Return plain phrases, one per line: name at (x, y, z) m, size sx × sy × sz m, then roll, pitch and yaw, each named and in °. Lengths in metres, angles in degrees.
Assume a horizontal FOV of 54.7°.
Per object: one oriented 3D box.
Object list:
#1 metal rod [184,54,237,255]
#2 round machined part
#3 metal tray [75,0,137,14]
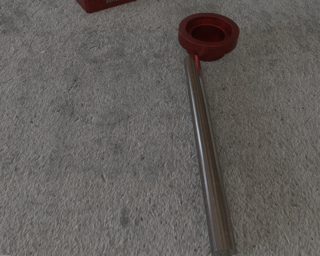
metal rod at (0.056, 0.007, 0.397) m, size 0.025 × 0.025 × 0.300 m, roll -2°, pitch 50°, yaw -2°
round machined part at (0.080, -0.148, 0.518) m, size 0.099 × 0.042 × 0.098 m, roll 0°, pitch 50°, yaw 0°
metal tray at (-0.108, -0.286, 0.639) m, size 0.131 × 0.030 × 0.090 m, roll -25°, pitch 55°, yaw -20°
